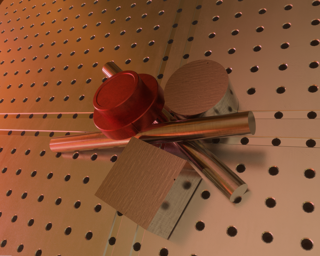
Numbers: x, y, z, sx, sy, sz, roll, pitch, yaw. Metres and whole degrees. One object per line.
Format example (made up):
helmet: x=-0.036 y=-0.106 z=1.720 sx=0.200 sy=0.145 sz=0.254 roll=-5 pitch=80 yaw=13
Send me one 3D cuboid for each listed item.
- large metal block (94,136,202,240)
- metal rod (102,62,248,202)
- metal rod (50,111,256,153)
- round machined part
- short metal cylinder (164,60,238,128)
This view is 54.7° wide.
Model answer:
large metal block: x=-0.013 y=0.066 z=0.354 sx=0.080 sy=0.050 sz=0.080 roll=22 pitch=73 yaw=35
metal rod: x=0.000 y=-0.015 z=0.417 sx=0.025 sy=0.025 sz=0.300 roll=-43 pitch=51 yaw=-2
metal rod: x=-0.033 y=0.010 z=0.394 sx=0.300 sy=0.025 sz=0.025 roll=-7 pitch=58 yaw=32
round machined part: x=-0.046 y=-0.036 z=0.399 sx=0.098 sy=0.042 sz=0.098 roll=-19 pitch=44 yaw=20
short metal cylinder: x=0.052 y=-0.038 z=0.386 sx=0.080 sy=0.050 sz=0.080 roll=-13 pitch=56 yaw=20
